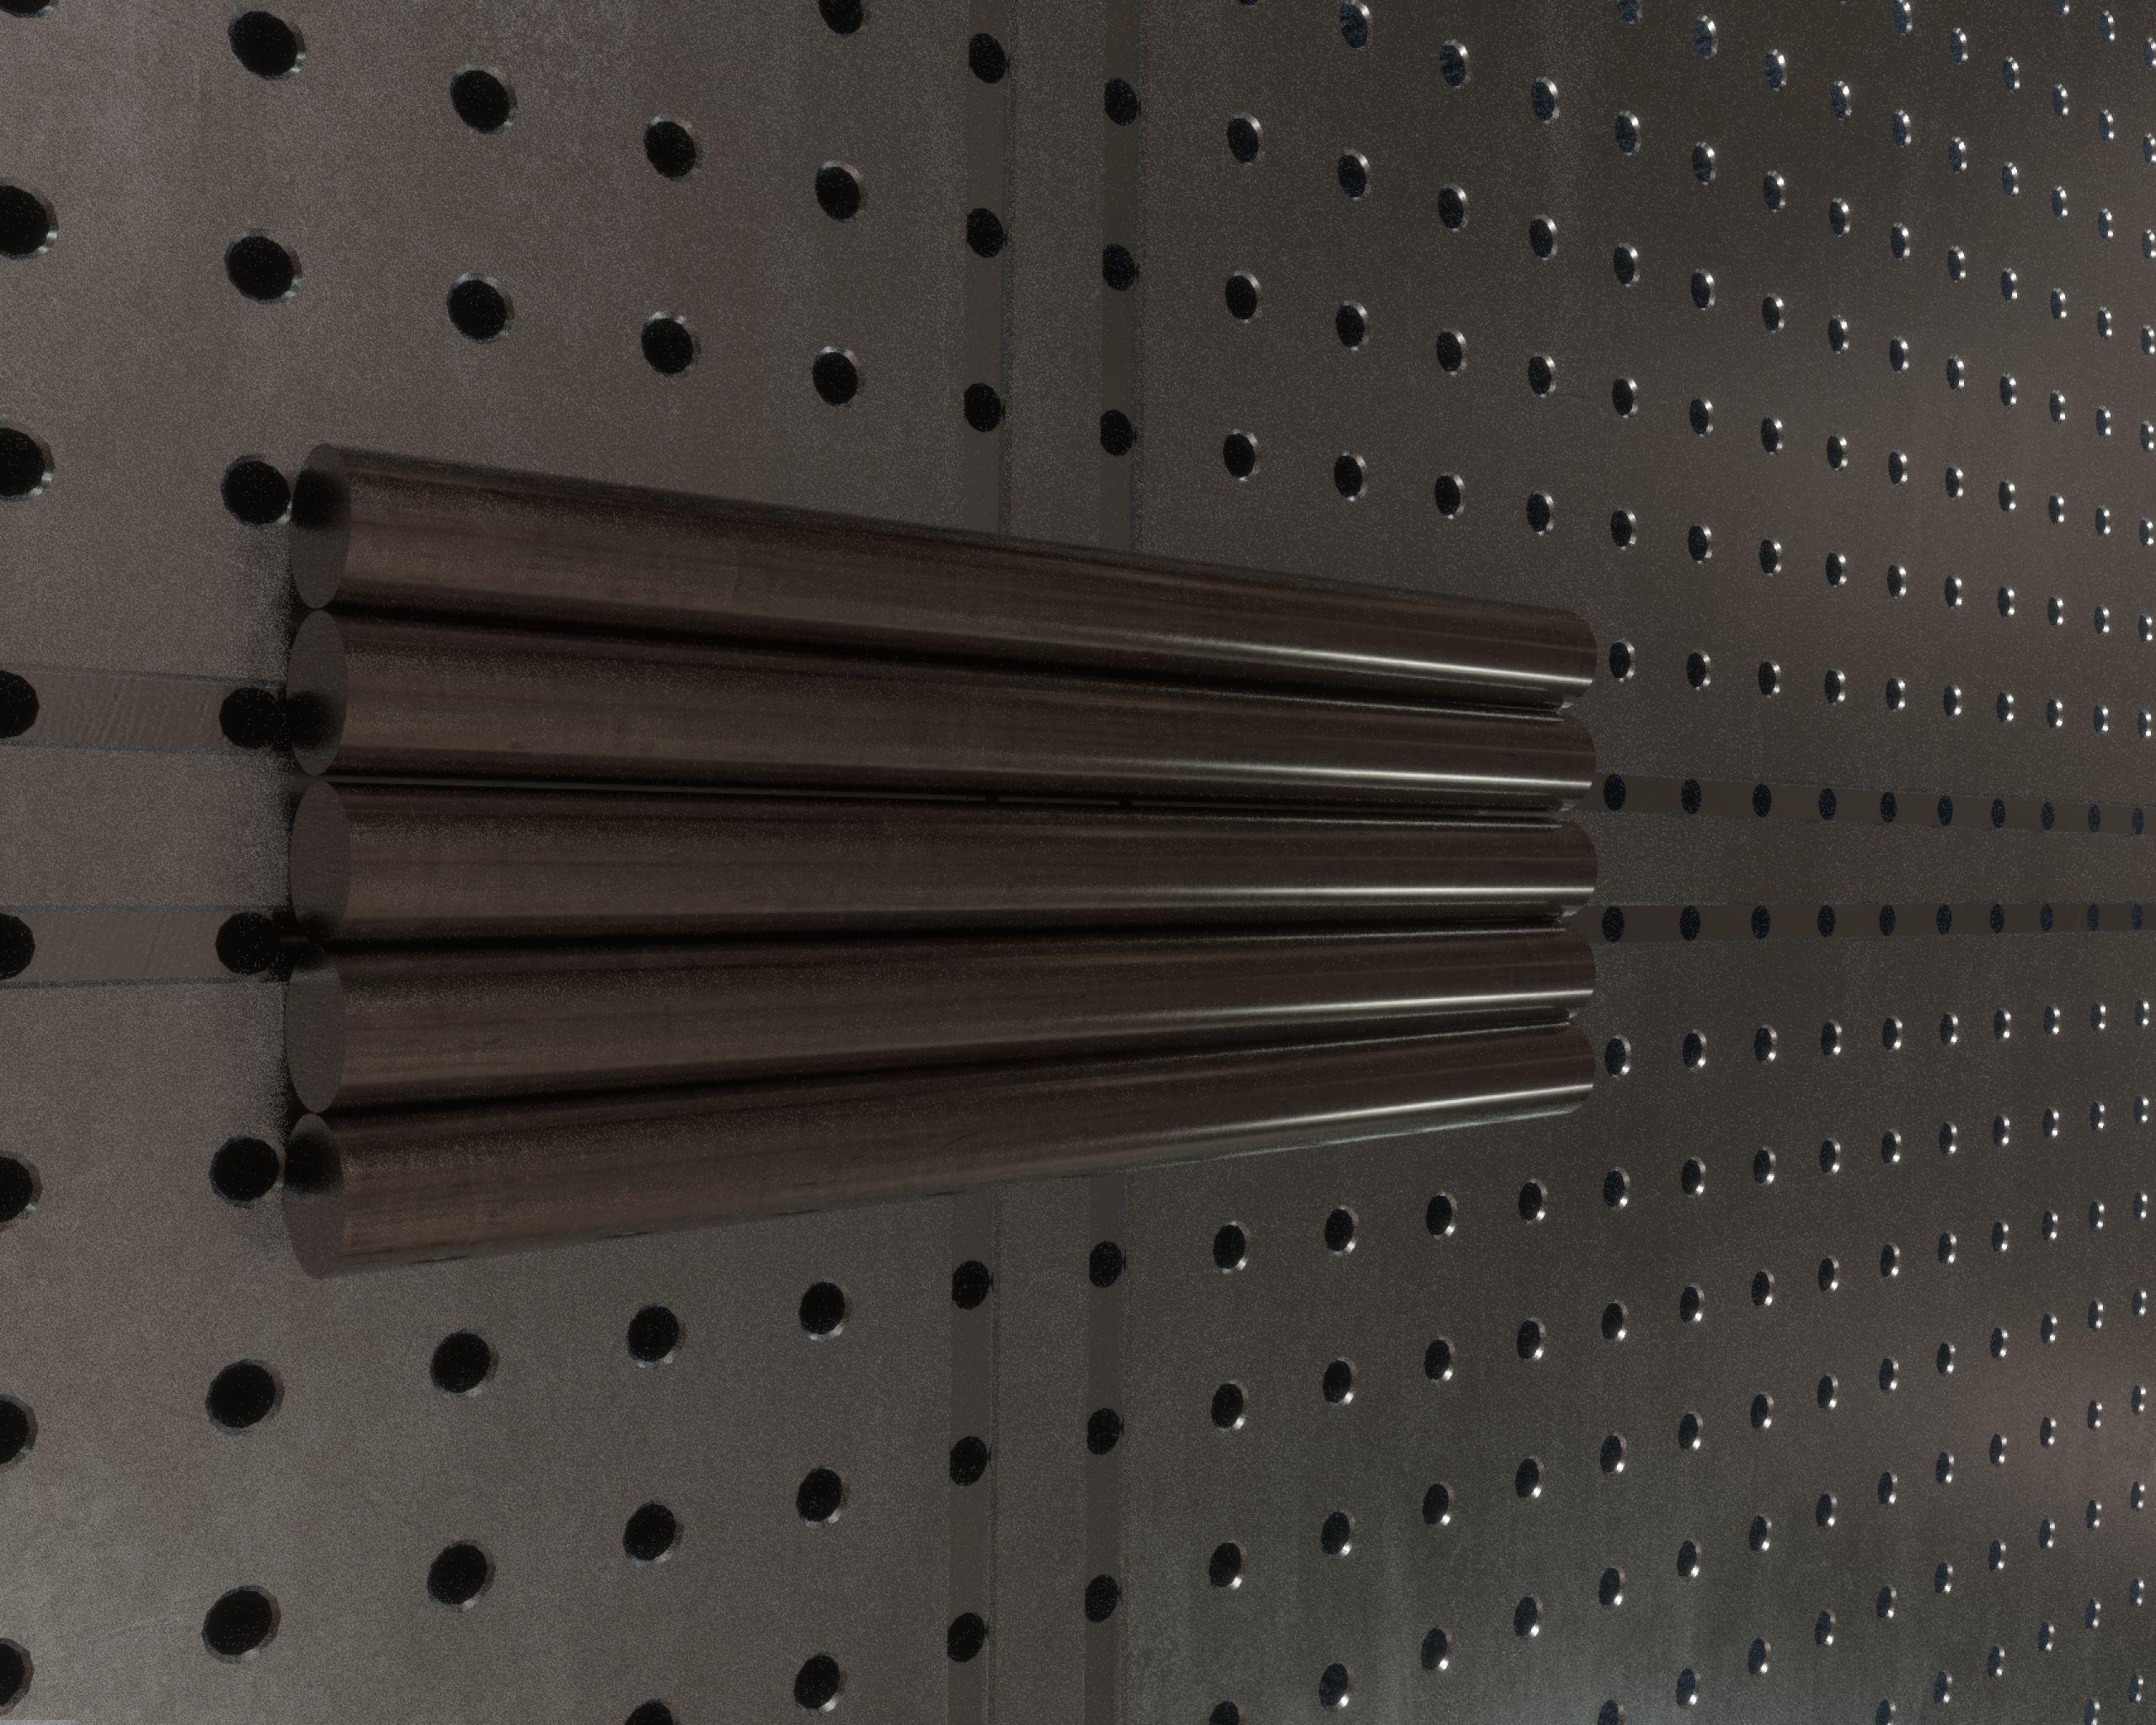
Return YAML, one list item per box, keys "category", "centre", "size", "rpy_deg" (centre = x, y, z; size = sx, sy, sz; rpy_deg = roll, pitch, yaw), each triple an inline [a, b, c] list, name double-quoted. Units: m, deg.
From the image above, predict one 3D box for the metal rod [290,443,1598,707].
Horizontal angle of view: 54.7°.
- category: "metal rod"
  centre: [0.001, -0.050, 0.412]
  size: [0.302, 0.025, 0.025]
  rpy_deg: [0, 90, -40]

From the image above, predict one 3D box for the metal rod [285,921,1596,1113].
- category: "metal rod"
  centre: [0.001, 0.026, 0.411]
  size: [0.302, 0.025, 0.025]
  rpy_deg: [0, 90, -40]

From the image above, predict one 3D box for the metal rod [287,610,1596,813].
- category: "metal rod"
  centre: [0.001, -0.025, 0.412]
  size: [0.302, 0.025, 0.025]
  rpy_deg: [0, 90, -40]

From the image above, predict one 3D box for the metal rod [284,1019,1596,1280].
- category: "metal rod"
  centre: [0.000, 0.050, 0.411]
  size: [0.302, 0.025, 0.025]
  rpy_deg: [0, 90, -40]

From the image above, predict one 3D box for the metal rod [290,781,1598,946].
- category: "metal rod"
  centre: [0.001, 0.001, 0.412]
  size: [0.302, 0.025, 0.025]
  rpy_deg: [0, 90, -40]
